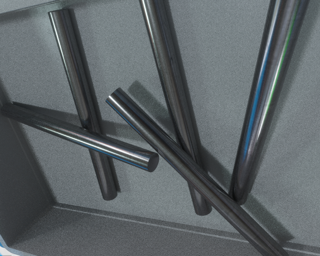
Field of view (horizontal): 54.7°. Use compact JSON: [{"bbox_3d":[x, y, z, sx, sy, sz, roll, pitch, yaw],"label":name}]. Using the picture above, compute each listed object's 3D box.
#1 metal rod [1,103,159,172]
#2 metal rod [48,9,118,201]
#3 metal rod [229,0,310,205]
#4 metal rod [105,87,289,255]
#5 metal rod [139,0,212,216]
[{"bbox_3d":[-0.133,0.006,0.452,0.300,0.025,0.025,16,126,30],"label":"metal rod"},{"bbox_3d":[-0.106,-0.016,0.454,0.025,0.025,0.298,5,121,25],"label":"metal rod"},{"bbox_3d":[0.095,-0.006,0.302,0.025,0.025,0.298,17,142,18],"label":"metal rod"},{"bbox_3d":[0.049,0.064,0.388,0.300,0.025,0.025,45,129,-4],"label":"metal rod"},{"bbox_3d":[0.026,-0.012,0.387,0.025,0.025,0.298,-2,118,29],"label":"metal rod"}]
